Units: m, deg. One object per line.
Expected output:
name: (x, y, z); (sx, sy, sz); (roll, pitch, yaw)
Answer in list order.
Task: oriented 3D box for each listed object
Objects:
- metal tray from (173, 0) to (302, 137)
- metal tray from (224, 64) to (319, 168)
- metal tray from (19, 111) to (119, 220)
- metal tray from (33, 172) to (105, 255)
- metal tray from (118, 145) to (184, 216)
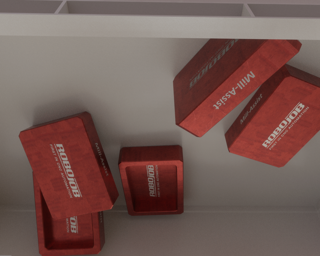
metal tray: (0.066, -0.062, 0.313); (0.030, 0.090, 0.129); (30, 124, -23)
metal tray: (0.155, -0.010, 0.398); (0.091, 0.030, 0.129); (18, 128, -15)
metal tray: (-0.119, 0.052, 0.413); (0.090, 0.030, 0.129); (-14, 102, 11)
metal tray: (-0.133, 0.119, 0.458); (0.091, 0.030, 0.129); (-3, 93, 2)
metal tray: (-0.010, 0.084, 0.477); (0.091, 0.030, 0.129); (-2, 130, 2)
